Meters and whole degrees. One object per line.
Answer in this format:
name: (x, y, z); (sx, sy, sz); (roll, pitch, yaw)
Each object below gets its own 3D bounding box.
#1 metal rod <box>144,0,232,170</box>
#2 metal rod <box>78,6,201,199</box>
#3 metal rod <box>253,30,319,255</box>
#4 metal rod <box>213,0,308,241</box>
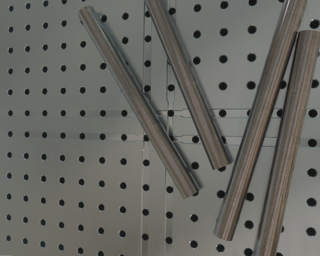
metal rod: (0.023, -0.090, 0.404); (0.025, 0.025, 0.299); (-24, 82, 18)
metal rod: (-0.033, -0.042, 0.424); (0.025, 0.025, 0.299); (-33, 79, 17)
metal rod: (0.144, 0.039, 0.361); (0.025, 0.025, 0.298); (11, 94, 19)
metal rod: (0.118, -0.009, 0.370); (0.025, 0.025, 0.298); (17, 96, 19)
